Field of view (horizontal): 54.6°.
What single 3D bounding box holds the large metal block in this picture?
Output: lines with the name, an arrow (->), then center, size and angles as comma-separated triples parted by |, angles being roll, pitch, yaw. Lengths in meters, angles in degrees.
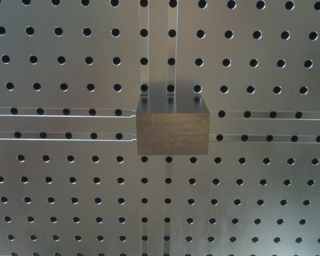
large metal block -> 0.014, -0.006, 0.382 | 0.080, 0.080, 0.050 | 0, 110, 0
